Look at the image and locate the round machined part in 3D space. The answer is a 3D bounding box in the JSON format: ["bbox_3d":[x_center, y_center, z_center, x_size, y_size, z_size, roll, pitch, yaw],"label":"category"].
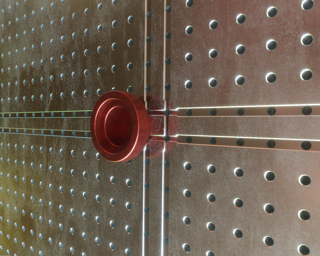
[{"bbox_3d":[-0.051,-0.003,0.438,0.098,0.042,0.097,0,90,39],"label":"round machined part"}]
